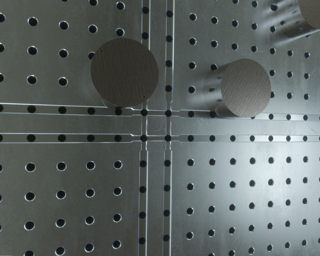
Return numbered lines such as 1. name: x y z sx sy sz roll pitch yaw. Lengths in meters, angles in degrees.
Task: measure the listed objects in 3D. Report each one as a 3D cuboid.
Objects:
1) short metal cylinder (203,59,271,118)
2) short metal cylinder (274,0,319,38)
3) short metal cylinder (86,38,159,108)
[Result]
1. short metal cylinder: 0.108 -0.054 0.439 0.081 0.050 0.079 0 90 -20
2. short metal cylinder: 0.228 -0.187 0.483 0.081 0.050 0.079 0 90 -20
3. short metal cylinder: -0.048 -0.064 0.381 0.081 0.050 0.079 0 90 -20
